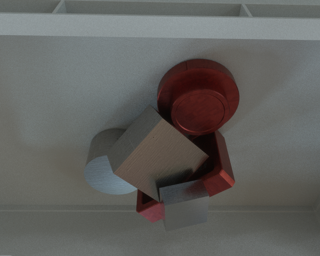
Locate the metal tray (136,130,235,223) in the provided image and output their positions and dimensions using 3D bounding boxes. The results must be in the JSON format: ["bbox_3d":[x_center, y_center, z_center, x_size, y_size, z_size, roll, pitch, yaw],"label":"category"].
[{"bbox_3d":[0.029,0.061,0.416,0.130,0.090,0.030,-31,123,23],"label":"metal tray"}]

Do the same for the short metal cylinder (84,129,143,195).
[{"bbox_3d":[-0.060,0.048,0.430,0.081,0.050,0.079,0,130,0],"label":"short metal cylinder"}]

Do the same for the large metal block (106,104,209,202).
[{"bbox_3d":[-0.004,0.032,0.371,0.080,0.050,0.080,39,95,-28],"label":"large metal block"}]

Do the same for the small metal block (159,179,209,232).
[{"bbox_3d":[0.028,0.090,0.359,0.050,0.025,0.050,-10,130,-9],"label":"small metal block"}]

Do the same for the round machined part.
[{"bbox_3d":[0.046,-0.029,0.371,0.099,0.042,0.097,-1,130,0],"label":"round machined part"}]
